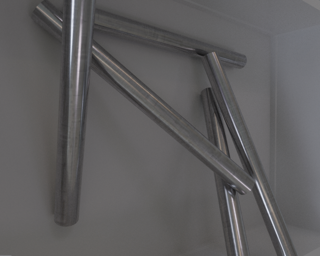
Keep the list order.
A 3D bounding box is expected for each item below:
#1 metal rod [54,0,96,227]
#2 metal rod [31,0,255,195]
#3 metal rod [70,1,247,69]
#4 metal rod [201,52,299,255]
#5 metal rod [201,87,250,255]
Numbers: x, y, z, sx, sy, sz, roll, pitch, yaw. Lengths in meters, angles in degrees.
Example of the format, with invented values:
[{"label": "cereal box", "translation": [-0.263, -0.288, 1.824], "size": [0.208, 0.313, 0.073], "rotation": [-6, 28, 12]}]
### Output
[{"label": "metal rod", "translation": [-0.075, -0.041, 0.271], "size": [0.025, 0.025, 0.298], "rotation": [-9, 119, -40]}, {"label": "metal rod", "translation": [-0.007, -0.024, 0.341], "size": [0.300, 0.025, 0.025], "rotation": [40, 64, -13]}, {"label": "metal rod", "translation": [0.019, -0.117, 0.421], "size": [0.302, 0.025, 0.025], "rotation": [3, 89, -40]}, {"label": "metal rod", "translation": [0.120, 0.037, 0.420], "size": [0.025, 0.025, 0.299], "rotation": [-12, 79, -39]}, {"label": "metal rod", "translation": [0.084, 0.073, 0.393], "size": [0.025, 0.025, 0.299], "rotation": [24, 49, -37]}]
